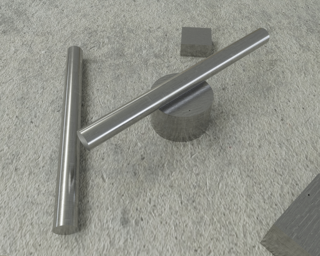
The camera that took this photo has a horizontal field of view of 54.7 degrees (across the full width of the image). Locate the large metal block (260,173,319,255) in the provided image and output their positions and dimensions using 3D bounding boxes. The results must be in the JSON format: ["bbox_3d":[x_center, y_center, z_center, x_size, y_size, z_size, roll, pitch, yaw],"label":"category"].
[{"bbox_3d":[0.160,0.105,0.301,0.080,0.050,0.080,-35,59,-26],"label":"large metal block"}]

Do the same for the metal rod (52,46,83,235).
[{"bbox_3d":[-0.117,-0.010,0.409,0.025,0.025,0.300,-6,50,-5],"label":"metal rod"}]

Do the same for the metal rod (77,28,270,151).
[{"bbox_3d":[0.034,-0.060,0.389,0.302,0.025,0.025,-33,58,-25],"label":"metal rod"}]

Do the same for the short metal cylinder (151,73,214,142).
[{"bbox_3d":[0.027,-0.028,0.411,0.081,0.050,0.080,0,50,0],"label":"short metal cylinder"}]

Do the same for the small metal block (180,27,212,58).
[{"bbox_3d":[0.061,-0.146,0.527,0.050,0.025,0.050,4,50,3],"label":"small metal block"}]
